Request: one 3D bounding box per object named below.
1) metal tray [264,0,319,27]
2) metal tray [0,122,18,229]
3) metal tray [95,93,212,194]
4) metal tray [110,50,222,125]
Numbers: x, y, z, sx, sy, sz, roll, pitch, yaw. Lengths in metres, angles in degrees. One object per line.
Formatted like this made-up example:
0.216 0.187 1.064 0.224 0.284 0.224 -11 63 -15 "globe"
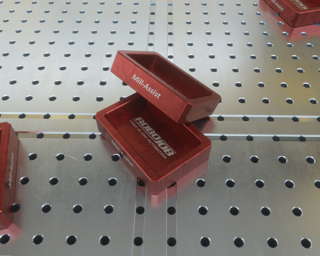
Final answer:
0.273 -0.255 0.619 0.091 0.030 0.130 -13 51 -11 "metal tray"
-0.218 0.056 0.355 0.091 0.030 0.130 -10 51 -9 "metal tray"
-0.011 0.009 0.396 0.091 0.030 0.130 -31 57 -23 "metal tray"
0.009 -0.060 0.421 0.130 0.030 0.091 39 30 22 "metal tray"
